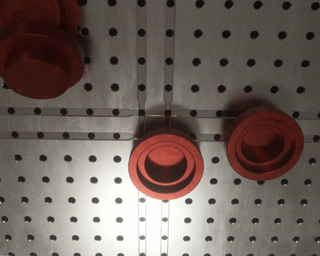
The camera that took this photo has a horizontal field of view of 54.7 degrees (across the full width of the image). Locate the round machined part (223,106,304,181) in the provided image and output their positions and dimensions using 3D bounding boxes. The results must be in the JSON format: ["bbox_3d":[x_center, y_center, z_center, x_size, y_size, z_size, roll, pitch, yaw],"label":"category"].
[{"bbox_3d":[0.134,0.018,0.413,0.099,0.042,0.097,0,111,-1],"label":"round machined part"}]

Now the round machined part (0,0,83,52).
[{"bbox_3d":[-0.142,-0.133,0.353,0.099,0.042,0.097,0,110,-1],"label":"round machined part"}]

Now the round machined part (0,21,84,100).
[{"bbox_3d":[-0.137,-0.068,0.350,0.099,0.042,0.098,-6,150,-3],"label":"round machined part"}]

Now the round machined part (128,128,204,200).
[{"bbox_3d":[0.008,0.045,0.421,0.099,0.042,0.097,0,110,-1],"label":"round machined part"}]
